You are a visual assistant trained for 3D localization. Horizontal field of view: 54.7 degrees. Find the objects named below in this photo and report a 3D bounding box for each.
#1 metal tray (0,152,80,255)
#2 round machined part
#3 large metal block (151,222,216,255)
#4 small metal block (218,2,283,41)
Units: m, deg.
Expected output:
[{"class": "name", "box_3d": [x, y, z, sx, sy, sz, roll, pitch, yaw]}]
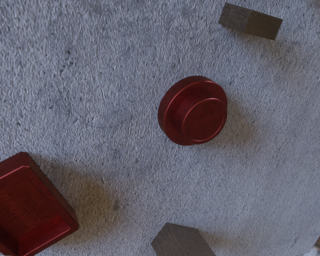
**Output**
[{"class": "metal tray", "box_3d": [-0.168, 0.100, 0.374, 0.090, 0.030, 0.129, -29, 129, -10]}, {"class": "round machined part", "box_3d": [0.050, -0.017, 0.415, 0.099, 0.042, 0.097, -14, 125, -21]}, {"class": "large metal block", "box_3d": [0.043, 0.215, 0.530, 0.080, 0.080, 0.050, 25, 105, -37]}, {"class": "small metal block", "box_3d": [0.108, -0.128, 0.372, 0.050, 0.050, 0.025, 2, 117, -30]}]
